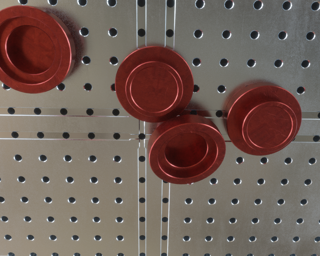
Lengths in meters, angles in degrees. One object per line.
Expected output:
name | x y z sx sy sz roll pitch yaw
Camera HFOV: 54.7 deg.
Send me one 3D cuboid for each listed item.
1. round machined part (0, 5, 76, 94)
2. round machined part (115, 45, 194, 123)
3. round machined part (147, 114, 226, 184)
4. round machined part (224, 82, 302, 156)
round machined part | -0.150 -0.093 0.368 0.099 0.042 0.097 0 110 -1
round machined part | -0.007 -0.052 0.385 0.099 0.042 0.097 0 110 -1
round machined part | 0.032 0.024 0.405 0.099 0.042 0.097 -5 123 -7
round machined part | 0.136 -0.007 0.404 0.099 0.042 0.097 0 110 -1
